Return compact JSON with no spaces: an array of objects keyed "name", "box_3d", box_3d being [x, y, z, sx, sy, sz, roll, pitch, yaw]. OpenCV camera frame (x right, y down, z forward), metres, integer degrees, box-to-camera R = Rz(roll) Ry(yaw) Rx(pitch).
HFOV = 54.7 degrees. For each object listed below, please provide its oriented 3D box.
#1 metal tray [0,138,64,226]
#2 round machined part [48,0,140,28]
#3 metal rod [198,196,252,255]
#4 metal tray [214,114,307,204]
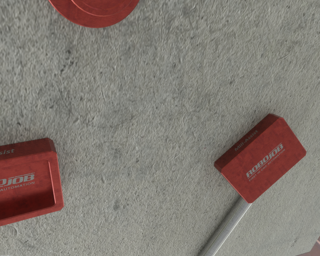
[{"name":"metal tray","box_3d":[-0.181,0.067,0.346,0.131,0.030,0.089,-11,123,-23]},{"name":"round machined part","box_3d":[-0.057,-0.140,0.279,0.099,0.042,0.097,-14,125,-21]},{"name":"metal rod","box_3d":[0.153,0.151,0.586,0.025,0.025,0.298,20,108,-36]},{"name":"metal tray","box_3d":[0.166,0.051,0.511,0.130,0.030,0.090,-42,112,0]}]
